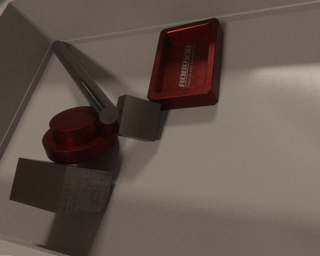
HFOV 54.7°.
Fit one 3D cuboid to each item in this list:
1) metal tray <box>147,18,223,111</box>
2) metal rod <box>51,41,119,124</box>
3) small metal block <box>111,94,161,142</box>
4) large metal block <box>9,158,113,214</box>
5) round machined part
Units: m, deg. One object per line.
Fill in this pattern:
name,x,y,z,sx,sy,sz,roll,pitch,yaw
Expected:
metal tray,0.038,-0.090,0.436,0.090,0.030,0.130,-4,60,25
metal rod,-0.131,-0.087,0.493,0.025,0.025,0.300,-42,41,-1
small metal block,-0.031,-0.011,0.400,0.025,0.050,0.050,-6,72,60
large metal block,-0.119,0.070,0.381,0.080,0.080,0.050,5,81,30
round machined part,-0.110,0.004,0.419,0.099,0.042,0.098,-6,30,3
